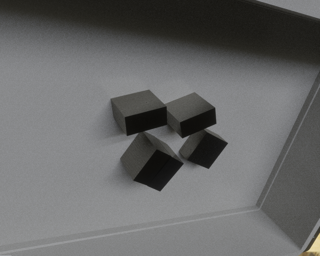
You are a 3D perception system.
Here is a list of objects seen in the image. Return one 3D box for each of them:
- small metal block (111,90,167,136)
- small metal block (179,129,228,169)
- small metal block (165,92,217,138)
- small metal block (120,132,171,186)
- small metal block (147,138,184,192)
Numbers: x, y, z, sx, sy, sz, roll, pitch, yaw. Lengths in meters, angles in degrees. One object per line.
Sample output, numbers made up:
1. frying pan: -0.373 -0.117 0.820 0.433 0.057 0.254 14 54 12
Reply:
1. small metal block: -0.025 -0.020 0.368 0.050 0.050 0.025 -16 125 -20
2. small metal block: 0.065 0.029 0.464 0.050 0.025 0.050 26 104 -38
3. small metal block: 0.038 -0.018 0.404 0.050 0.050 0.025 -23 127 -15
4. small metal block: -0.020 0.038 0.407 0.025 0.050 0.050 29 102 -38
5. small metal block: -0.003 0.049 0.423 0.025 0.050 0.050 33 100 -39
